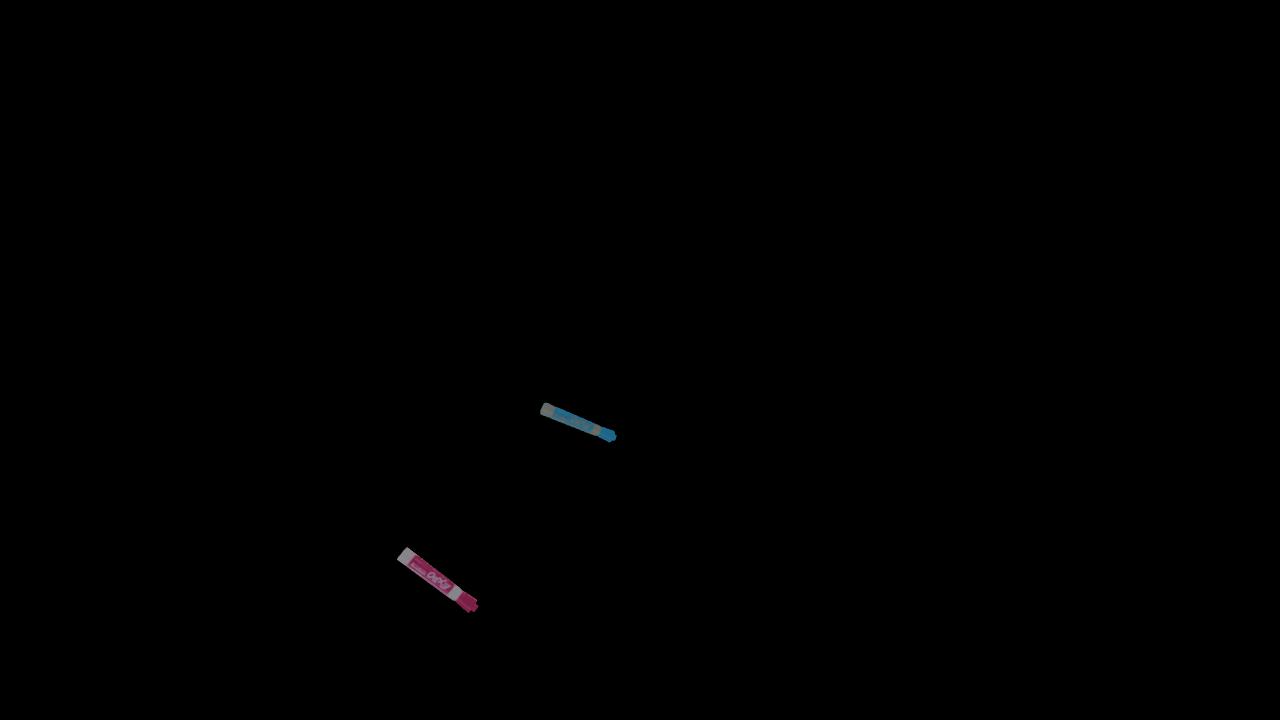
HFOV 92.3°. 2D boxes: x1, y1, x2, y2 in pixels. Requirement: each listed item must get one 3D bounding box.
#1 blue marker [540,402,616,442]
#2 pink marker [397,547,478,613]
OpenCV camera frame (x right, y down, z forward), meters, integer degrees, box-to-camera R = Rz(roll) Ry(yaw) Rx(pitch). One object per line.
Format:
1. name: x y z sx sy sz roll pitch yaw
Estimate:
1. blue marker: -0.088 0.093 0.904 0.121 0.020 0.020 25 -9 -20
2. pink marker: -0.259 0.285 0.793 0.121 0.020 0.020 39 -4 -4
